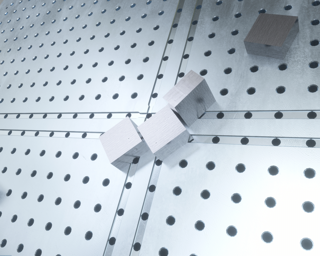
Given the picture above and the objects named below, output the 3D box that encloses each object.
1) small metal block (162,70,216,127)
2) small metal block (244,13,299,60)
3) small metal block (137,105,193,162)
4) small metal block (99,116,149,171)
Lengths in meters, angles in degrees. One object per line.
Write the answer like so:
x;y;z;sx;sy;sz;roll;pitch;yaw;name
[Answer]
0.038;-0.037;0.394;0.050;0.050;0.025;-44;51;-3;small metal block
0.146;-0.121;0.405;0.050;0.025;0.050;22;73;35;small metal block
0.006;0.006;0.400;0.050;0.025;0.050;-37;51;3;small metal block
-0.049;0.020;0.420;0.050;0.025;0.050;-36;51;4;small metal block
